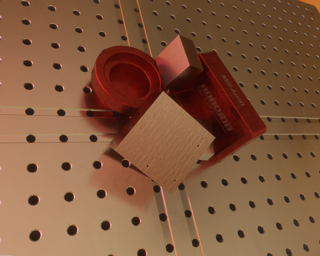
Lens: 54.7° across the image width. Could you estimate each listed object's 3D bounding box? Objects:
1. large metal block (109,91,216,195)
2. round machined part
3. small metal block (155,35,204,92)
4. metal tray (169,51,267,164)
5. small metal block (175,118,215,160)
[{"bbox_3d":[0.001,0.015,0.356,0.080,0.050,0.080,41,82,-15],"label":"large metal block"},{"bbox_3d":[-0.043,-0.058,0.410,0.099,0.042,0.098,14,56,-21],"label":"round machined part"},{"bbox_3d":[0.024,-0.083,0.405,0.025,0.050,0.050,9,55,-41],"label":"small metal block"},{"bbox_3d":[0.073,-0.027,0.424,0.030,0.090,0.130,-19,72,-36],"label":"metal tray"},{"bbox_3d":[0.043,0.014,0.418,0.050,0.025,0.050,6,63,-13],"label":"small metal block"}]
